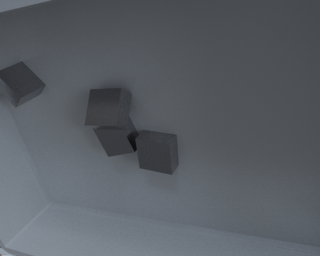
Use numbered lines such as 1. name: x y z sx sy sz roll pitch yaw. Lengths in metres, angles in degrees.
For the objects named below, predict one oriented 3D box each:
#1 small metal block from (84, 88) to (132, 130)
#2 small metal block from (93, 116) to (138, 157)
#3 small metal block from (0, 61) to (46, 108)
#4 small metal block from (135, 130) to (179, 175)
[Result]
1. small metal block: -0.068 -0.025 0.411 0.050 0.025 0.050 1 78 27
2. small metal block: -0.061 0.011 0.446 0.050 0.025 0.050 -13 112 33
3. small metal block: -0.209 -0.065 0.460 0.050 0.050 0.025 45 129 -4
4. small metal block: -0.003 0.033 0.430 0.050 0.025 0.050 8 122 23
